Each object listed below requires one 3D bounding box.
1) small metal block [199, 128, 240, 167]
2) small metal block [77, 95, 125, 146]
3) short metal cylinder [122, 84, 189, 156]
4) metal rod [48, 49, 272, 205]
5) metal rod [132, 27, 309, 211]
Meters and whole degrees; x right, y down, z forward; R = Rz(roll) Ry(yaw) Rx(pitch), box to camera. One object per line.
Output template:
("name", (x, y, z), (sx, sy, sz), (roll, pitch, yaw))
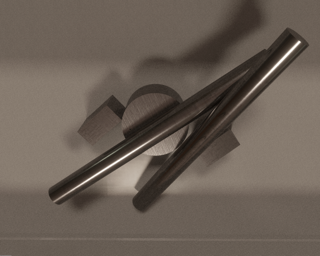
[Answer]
("small metal block", (0.071, 0.017, 0.405), (0.050, 0.050, 0.025), (-37, 107, 12))
("small metal block", (-0.072, -0.011, 0.393), (0.050, 0.050, 0.025), (-40, 106, 13))
("short metal cylinder", (-0.006, -0.012, 0.394), (0.081, 0.050, 0.079), (0, 110, -1))
("metal rod", (-0.006, 0.005, 0.359), (0.300, 0.025, 0.025), (-33, 107, 10))
("metal rod", (0.047, 0.014, 0.361), (0.025, 0.025, 0.298), (30, 127, -11))
